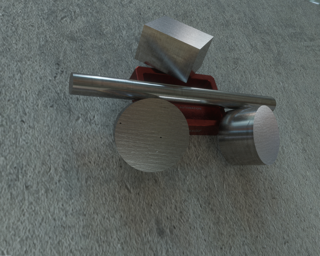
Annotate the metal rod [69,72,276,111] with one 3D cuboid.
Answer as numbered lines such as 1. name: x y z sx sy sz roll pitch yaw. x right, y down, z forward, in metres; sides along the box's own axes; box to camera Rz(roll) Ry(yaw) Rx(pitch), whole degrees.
1. metal rod: 0.036 -0.043 0.412 0.302 0.025 0.025 3 61 -27

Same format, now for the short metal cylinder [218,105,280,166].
1. short metal cylinder: 0.124 0.012 0.428 0.081 0.050 0.080 8 79 -47

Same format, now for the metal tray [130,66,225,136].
1. metal tray: 0.027 -0.036 0.439 0.131 0.030 0.090 2 61 -27

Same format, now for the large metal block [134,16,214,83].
1. large metal block: 0.022 -0.116 0.444 0.080 0.050 0.080 27 34 8

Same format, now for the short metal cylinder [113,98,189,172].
1. short metal cylinder: -0.012 0.006 0.355 0.081 0.050 0.079 -1 93 -11
